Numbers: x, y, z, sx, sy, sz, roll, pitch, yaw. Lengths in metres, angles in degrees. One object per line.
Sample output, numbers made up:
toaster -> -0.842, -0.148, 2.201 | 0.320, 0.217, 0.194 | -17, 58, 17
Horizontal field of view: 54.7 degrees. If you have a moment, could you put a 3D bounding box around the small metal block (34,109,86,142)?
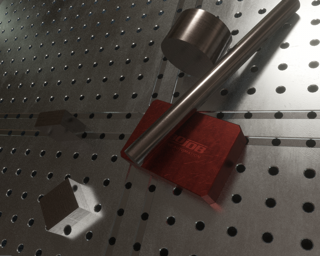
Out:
small metal block -> -0.150, -0.002, 0.470 | 0.050, 0.050, 0.025 | -5, 60, 25

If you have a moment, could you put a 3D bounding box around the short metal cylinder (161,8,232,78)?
short metal cylinder -> 0.049, -0.111, 0.415 | 0.080, 0.080, 0.050 | 21, 73, 35

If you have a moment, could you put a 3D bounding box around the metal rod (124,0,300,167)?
metal rod -> 0.074, -0.067, 0.381 | 0.301, 0.025, 0.025 | -44, 51, -14

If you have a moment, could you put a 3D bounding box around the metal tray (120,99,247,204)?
metal tray -> 0.025, 0.023, 0.377 | 0.130, 0.030, 0.090 | 21, 73, 35

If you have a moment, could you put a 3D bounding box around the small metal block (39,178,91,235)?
small metal block -> -0.126, 0.103, 0.409 | 0.050, 0.025, 0.050 | -38, 51, 2
